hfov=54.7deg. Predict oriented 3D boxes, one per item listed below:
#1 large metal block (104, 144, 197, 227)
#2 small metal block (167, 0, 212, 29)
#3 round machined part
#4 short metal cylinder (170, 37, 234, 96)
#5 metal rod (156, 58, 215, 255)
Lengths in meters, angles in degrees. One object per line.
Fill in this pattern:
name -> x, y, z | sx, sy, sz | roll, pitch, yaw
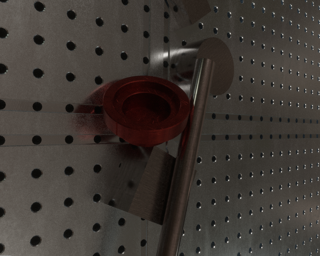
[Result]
large metal block -> -0.009, 0.073, 0.387 | 0.080, 0.050, 0.080 | 34, 69, -35
small metal block -> 0.042, -0.179, 0.446 | 0.050, 0.025, 0.050 | -44, 117, -31
round machined part -> -0.017, -0.016, 0.362 | 0.099, 0.098, 0.042 | -34, 148, -35
short metal cylinder -> 0.062, -0.085, 0.447 | 0.081, 0.050, 0.079 | 0, 90, -40
metal rod -> 0.027, 0.060, 0.368 | 0.025, 0.025, 0.299 | 20, 77, -39
